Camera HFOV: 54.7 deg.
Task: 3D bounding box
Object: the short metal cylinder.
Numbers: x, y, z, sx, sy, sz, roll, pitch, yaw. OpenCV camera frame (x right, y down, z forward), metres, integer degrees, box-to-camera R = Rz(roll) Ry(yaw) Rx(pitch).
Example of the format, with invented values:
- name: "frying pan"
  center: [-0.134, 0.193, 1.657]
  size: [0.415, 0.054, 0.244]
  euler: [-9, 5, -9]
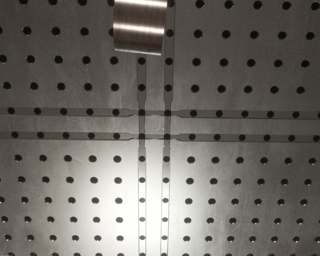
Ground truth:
- name: "short metal cylinder"
  center: [-0.020, -0.122, 0.339]
  size: [0.050, 0.080, 0.079]
  euler: [6, 110, -3]
